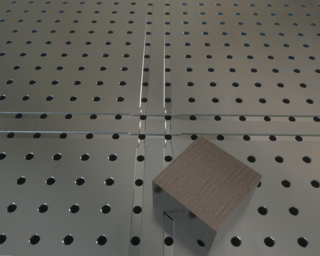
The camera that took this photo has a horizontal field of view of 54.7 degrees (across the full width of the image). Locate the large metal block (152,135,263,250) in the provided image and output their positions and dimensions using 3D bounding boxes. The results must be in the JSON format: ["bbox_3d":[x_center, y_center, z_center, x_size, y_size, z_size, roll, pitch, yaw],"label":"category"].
[{"bbox_3d":[0.049,0.067,0.336,0.080,0.050,0.080,35,58,25],"label":"large metal block"}]
